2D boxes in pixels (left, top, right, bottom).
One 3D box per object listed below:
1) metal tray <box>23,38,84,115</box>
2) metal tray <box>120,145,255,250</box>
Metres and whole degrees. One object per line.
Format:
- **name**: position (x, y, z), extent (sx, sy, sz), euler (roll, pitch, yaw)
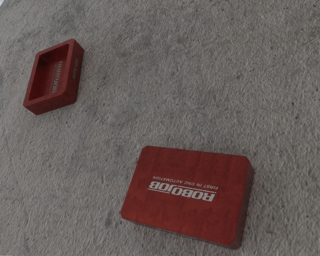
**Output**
- **metal tray**: position (-0.189, -0.093, 0.557), extent (0.090, 0.030, 0.130), euler (-15, 56, 20)
- **metal tray**: position (0.029, 0.071, 0.342), extent (0.130, 0.030, 0.090), euler (4, 64, 30)
